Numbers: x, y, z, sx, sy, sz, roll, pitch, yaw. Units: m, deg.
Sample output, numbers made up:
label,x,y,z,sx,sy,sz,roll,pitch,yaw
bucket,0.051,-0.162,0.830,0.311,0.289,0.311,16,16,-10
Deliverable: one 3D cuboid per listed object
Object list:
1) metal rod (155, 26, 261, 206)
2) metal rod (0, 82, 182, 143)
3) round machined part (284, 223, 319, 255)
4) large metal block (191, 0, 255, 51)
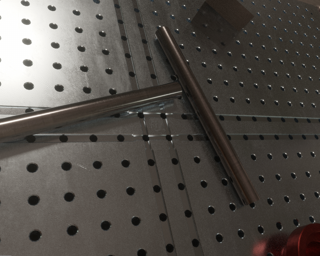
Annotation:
label,x,y,z,sx,sy,sz,roll,pitch,yaw
metal rod,0.064,-0.029,0.461,0.025,0.025,0.299,-13,68,-34
metal rod,-0.094,-0.019,0.369,0.302,0.025,0.025,-17,71,-35
round machined part,0.201,0.177,0.400,0.099,0.042,0.098,14,56,-21
large metal block,0.119,-0.206,0.584,0.080,0.050,0.080,42,51,0
